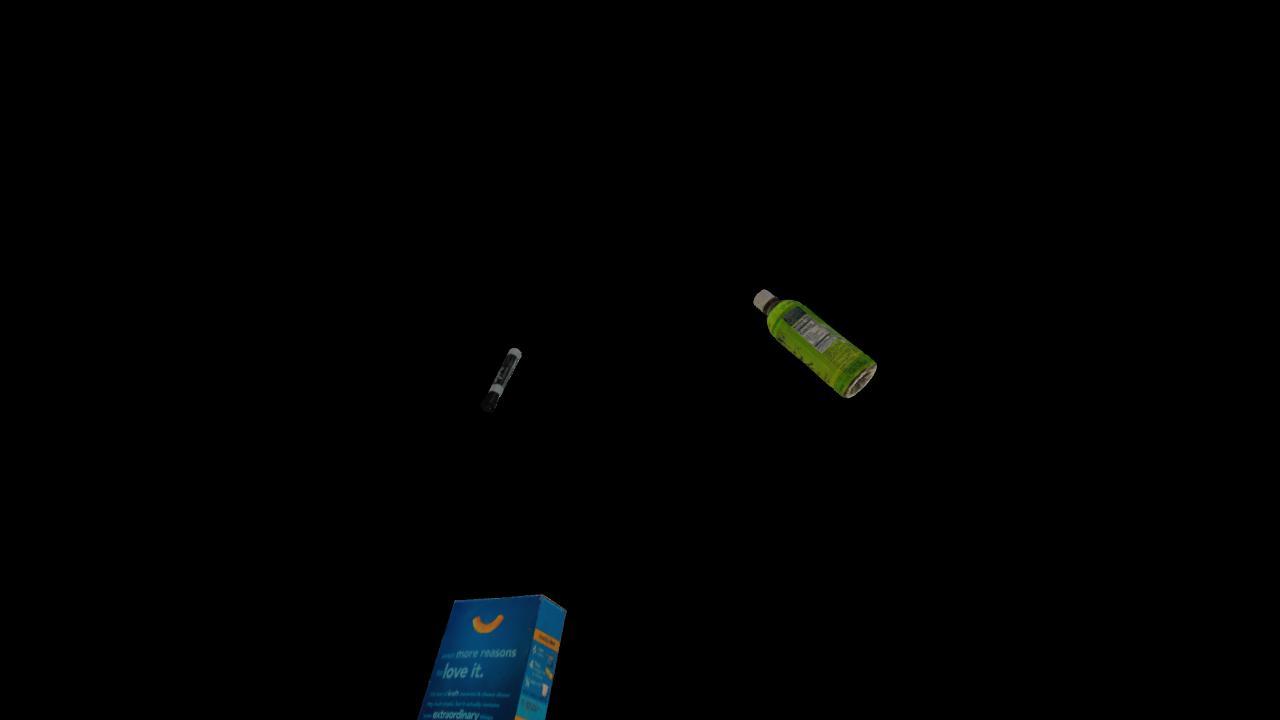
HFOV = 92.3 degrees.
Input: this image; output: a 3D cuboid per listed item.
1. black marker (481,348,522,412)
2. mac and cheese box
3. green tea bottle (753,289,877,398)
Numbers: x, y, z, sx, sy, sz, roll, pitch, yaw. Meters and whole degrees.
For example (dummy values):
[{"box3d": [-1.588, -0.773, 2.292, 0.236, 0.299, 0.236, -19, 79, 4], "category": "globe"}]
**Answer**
[{"box3d": [-0.186, 0.027, 0.829, 0.020, 0.020, 0.121, 0, 38, 11], "category": "black marker"}, {"box3d": [-0.113, 0.261, 0.421, 0.093, 0.184, 0.041, -16, -46, 27], "category": "mac and cheese box"}, {"box3d": [0.255, -0.035, 0.931, 0.073, 0.073, 0.212, 0, 41, -51], "category": "green tea bottle"}]
